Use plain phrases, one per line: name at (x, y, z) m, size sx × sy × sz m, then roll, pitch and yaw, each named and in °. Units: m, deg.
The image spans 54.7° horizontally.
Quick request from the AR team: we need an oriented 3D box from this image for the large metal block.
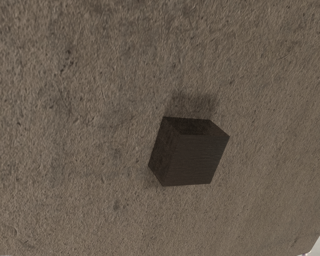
large metal block at (0.039, 0.033, 0.434) m, size 0.081 × 0.050 × 0.079 m, roll 3°, pitch 117°, yaw -30°
